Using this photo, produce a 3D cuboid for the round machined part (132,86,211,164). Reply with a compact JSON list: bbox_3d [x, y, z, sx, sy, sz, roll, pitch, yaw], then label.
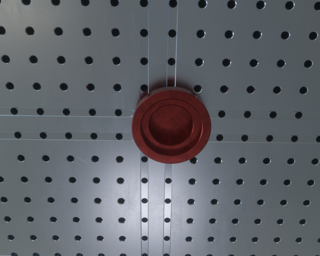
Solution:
[{"bbox_3d":[0.014,-0.006,0.402,0.099,0.042,0.097,0,110,0],"label":"round machined part"}]
